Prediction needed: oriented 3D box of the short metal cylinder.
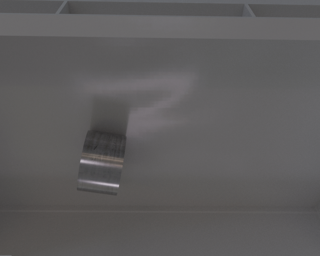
[{"bbox_3d":[-0.076,0.046,0.411,0.050,0.080,0.079,10,130,-8],"label":"short metal cylinder"}]
